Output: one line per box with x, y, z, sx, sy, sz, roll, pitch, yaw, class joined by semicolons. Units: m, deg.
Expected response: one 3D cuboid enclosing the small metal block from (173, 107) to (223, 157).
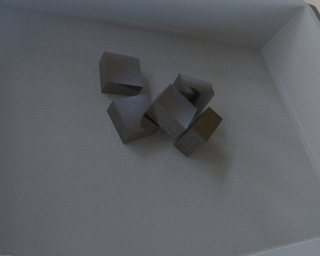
0.051;0.006;0.415;0.025;0.050;0.050;42;51;0;small metal block

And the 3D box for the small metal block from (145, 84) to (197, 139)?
0.016;-0.022;0.402;0.050;0.025;0.050;43;40;-8;small metal block

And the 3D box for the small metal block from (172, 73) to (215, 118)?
0.040;-0.045;0.438;0.050;0.050;0.025;14;44;-21;small metal block

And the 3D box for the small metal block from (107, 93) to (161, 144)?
-0.032;-0.013;0.397;0.050;0.025;0.050;-17;71;-35;small metal block

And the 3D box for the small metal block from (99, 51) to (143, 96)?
-0.054;-0.073;0.422;0.050;0.025;0.050;5;60;-26;small metal block
